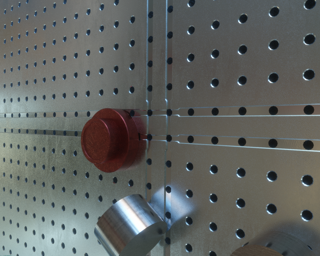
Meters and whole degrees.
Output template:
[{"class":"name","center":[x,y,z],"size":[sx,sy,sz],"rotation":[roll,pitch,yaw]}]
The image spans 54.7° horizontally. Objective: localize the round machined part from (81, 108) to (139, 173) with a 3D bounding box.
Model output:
[{"class":"round machined part","center":[-0.082,0.019,0.466],"size":[0.098,0.042,0.097],"rotation":[0,90,40]}]

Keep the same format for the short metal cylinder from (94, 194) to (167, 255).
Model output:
[{"class":"short metal cylinder","center":[-0.038,0.134,0.405],"size":[0.050,0.081,0.080],"rotation":[42,115,32]}]

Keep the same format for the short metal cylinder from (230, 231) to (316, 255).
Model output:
[{"class":"short metal cylinder","center":[0.111,0.147,0.302],"size":[0.080,0.050,0.079],"rotation":[0,90,40]}]
